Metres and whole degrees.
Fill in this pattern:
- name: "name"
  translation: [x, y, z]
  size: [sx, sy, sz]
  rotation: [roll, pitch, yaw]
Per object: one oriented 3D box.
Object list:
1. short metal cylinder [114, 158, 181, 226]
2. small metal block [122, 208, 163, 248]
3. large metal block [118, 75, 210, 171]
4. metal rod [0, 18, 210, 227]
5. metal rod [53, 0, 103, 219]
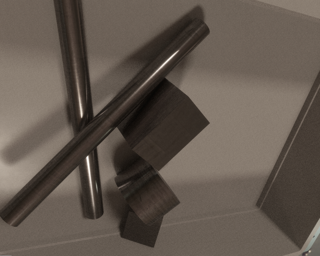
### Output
- name: "short metal cylinder"
  translation: [-0.017, 0.083, 0.417]
  size: [0.050, 0.080, 0.080]
  rotation: [-37, 130, -4]
- name: "small metal block"
  translation: [-0.025, 0.147, 0.470]
  size: [0.050, 0.025, 0.050]
  rotation: [17, 110, 4]
- name: "large metal block"
  translation: [-0.003, -0.011, 0.366]
  size: [0.080, 0.080, 0.050]
  rotation: [-43, 130, 1]
- name: "metal rod"
  translation: [-0.055, -0.012, 0.344]
  size: [0.300, 0.025, 0.025]
  rotation: [-46, 130, -8]
- name: "metal rod"
  translation: [-0.088, -0.009, 0.355]
  size: [0.025, 0.025, 0.298]
  rotation: [-13, 124, -22]
